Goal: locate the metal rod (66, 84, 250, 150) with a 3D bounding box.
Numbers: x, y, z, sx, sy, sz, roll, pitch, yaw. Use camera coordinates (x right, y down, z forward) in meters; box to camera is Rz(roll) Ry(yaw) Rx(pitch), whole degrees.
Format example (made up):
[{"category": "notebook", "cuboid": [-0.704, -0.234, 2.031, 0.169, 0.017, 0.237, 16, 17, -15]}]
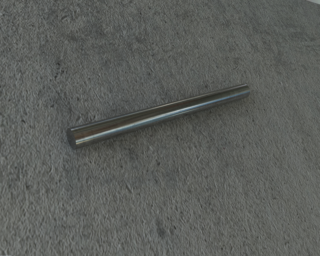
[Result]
[{"category": "metal rod", "cuboid": [0.021, -0.025, 0.429, 0.302, 0.025, 0.025, -17, 71, -35]}]
